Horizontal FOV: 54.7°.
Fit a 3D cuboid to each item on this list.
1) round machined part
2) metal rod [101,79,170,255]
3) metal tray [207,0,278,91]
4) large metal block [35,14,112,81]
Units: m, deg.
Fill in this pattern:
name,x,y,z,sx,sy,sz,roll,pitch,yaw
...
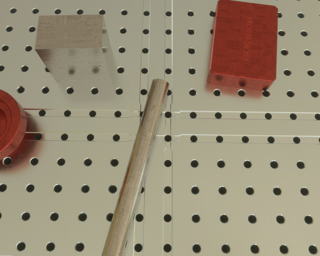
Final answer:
name,x,y,z,sx,sy,sz,roll,pitch,yaw
round machined part,-0.222,0.000,0.400,0.099,0.042,0.098,0,70,-1
metal rod,-0.035,0.074,0.384,0.025,0.025,0.299,13,70,4
metal tray,0.122,-0.124,0.456,0.091,0.030,0.130,8,70,2
large metal block,-0.112,-0.106,0.420,0.081,0.080,0.050,-2,70,-1
